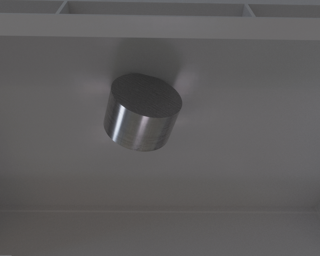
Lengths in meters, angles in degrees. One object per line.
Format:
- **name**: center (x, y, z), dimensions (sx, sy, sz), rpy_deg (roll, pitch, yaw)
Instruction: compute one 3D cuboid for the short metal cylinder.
- **short metal cylinder**: center (-0.021, -0.019, 0.356), dimensions (0.080, 0.080, 0.050), rpy_deg (12, 129, -10)
